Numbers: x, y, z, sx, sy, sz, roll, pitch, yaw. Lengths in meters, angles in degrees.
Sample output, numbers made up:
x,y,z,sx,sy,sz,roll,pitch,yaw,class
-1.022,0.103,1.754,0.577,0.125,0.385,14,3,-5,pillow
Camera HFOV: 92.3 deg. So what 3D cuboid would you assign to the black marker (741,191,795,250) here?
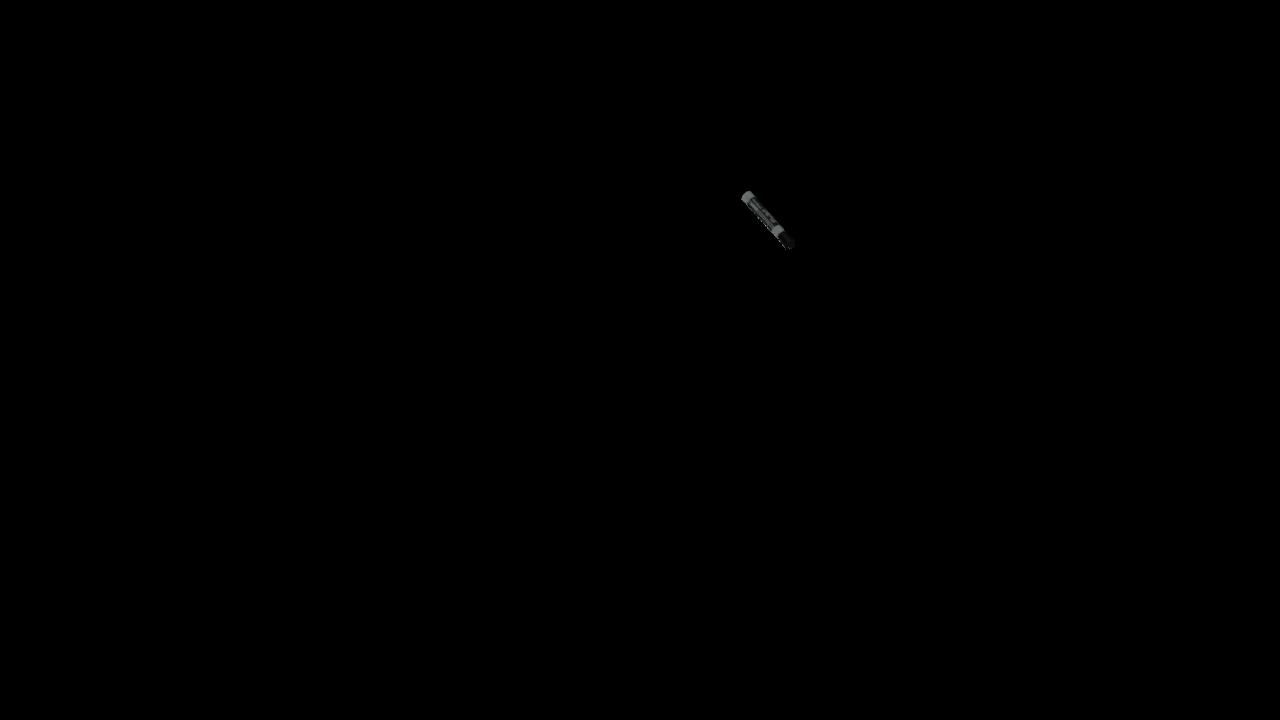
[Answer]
x,y,z,sx,sy,sz,roll,pitch,yaw,class
0.200,-0.217,0.956,0.020,0.121,0.020,-28,-24,-14,black marker
